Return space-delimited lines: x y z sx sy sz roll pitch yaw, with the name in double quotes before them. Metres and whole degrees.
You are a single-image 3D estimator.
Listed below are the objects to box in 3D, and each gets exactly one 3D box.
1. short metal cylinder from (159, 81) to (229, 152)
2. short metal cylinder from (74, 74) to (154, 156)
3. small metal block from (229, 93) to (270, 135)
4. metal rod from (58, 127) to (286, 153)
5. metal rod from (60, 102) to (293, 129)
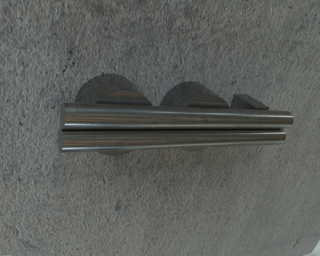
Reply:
"short metal cylinder" 0.044 -0.016 0.407 0.081 0.050 0.079 -14 124 -21
"short metal cylinder" -0.052 -0.015 0.353 0.081 0.050 0.079 -14 124 -21
"small metal block" 0.124 -0.018 0.451 0.025 0.050 0.050 -2 119 -28
"metal rod" 0.037 0.011 0.370 0.303 0.025 0.025 0 119 -29
"metal rod" 0.043 -0.011 0.359 0.303 0.025 0.025 0 119 -29
